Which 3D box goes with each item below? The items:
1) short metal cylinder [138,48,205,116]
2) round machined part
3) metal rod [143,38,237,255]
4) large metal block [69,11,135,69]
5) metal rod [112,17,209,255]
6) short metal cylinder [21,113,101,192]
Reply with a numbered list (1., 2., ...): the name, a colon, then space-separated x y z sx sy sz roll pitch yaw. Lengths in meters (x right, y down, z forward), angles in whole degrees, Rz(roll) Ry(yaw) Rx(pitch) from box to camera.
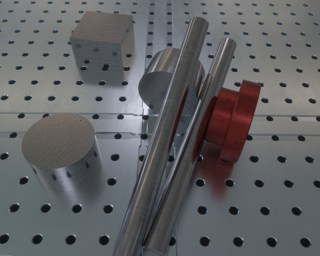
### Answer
1. short metal cylinder: 0.017 -0.061 0.423 0.080 0.080 0.050 14 51 11
2. round machined part: 0.084 -0.010 0.369 0.042 0.097 0.098 17 52 11
3. metal rod: 0.046 0.000 0.377 0.025 0.025 0.300 16 61 13
4. large metal block: -0.092 -0.147 0.514 0.080 0.050 0.080 8 50 6
5. metal rod: 0.005 0.004 0.340 0.025 0.025 0.299 14 71 11
6. short metal cylinder: -0.114 0.028 0.367 0.081 0.050 0.080 0 50 0
